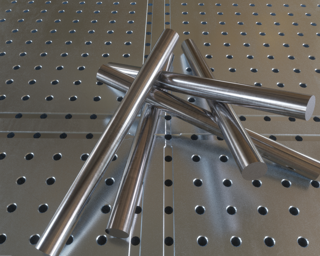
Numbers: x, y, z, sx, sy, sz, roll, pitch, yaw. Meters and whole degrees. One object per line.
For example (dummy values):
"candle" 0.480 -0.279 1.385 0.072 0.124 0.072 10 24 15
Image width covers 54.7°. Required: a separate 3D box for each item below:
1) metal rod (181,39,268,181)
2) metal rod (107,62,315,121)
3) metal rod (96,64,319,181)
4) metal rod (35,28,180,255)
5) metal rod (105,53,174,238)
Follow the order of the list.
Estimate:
"metal rod" 0.069 -0.049 0.409 0.025 0.025 0.300 -6 38 -5
"metal rod" 0.033 -0.055 0.390 0.300 0.025 0.025 18 49 39
"metal rod" 0.054 -0.012 0.395 0.301 0.025 0.025 26 54 11
"metal rod" -0.048 -0.001 0.361 0.025 0.025 0.300 21 67 16
"metal rod" -0.016 -0.005 0.411 0.025 0.025 0.300 8 50 6
